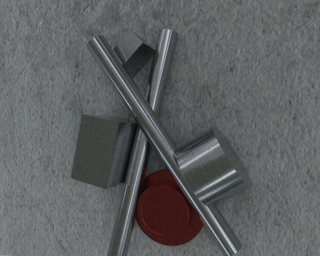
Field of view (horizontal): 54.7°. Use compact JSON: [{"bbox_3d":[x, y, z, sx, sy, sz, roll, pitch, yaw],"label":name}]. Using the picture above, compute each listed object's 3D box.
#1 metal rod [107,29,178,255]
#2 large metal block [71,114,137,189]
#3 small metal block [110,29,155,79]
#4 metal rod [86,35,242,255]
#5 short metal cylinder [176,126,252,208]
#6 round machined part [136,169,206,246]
[{"bbox_3d":[-0.022,0.020,0.401,0.025,0.025,0.298,12,88,19],"label":"metal rod"},{"bbox_3d":[-0.064,0.027,0.403,0.050,0.080,0.079,13,94,19],"label":"large metal block"},{"bbox_3d":[-0.037,-0.096,0.409,0.050,0.050,0.025,-47,76,14],"label":"small metal block"},{"bbox_3d":[0.004,0.020,0.372,0.025,0.025,0.299,-34,88,16],"label":"metal rod"},{"bbox_3d":[0.063,0.045,0.359,0.050,0.080,0.080,-34,80,17],"label":"short metal cylinder"},{"bbox_3d":[0.010,0.103,0.398,0.098,0.042,0.097,0,90,19],"label":"round machined part"}]
